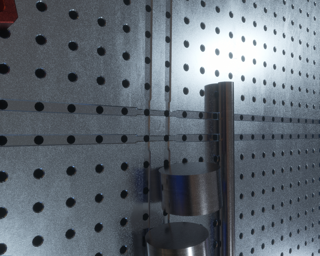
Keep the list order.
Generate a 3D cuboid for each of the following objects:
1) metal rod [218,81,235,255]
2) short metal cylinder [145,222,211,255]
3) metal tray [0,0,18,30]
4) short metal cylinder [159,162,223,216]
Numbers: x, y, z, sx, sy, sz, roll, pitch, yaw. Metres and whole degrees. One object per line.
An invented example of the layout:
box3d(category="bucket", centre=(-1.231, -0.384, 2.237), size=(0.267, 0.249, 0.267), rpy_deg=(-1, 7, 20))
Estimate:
box3d(category="metal rod", centre=(0.107, 0.076, 0.498), size=(0.025, 0.025, 0.298), rpy_deg=(-1, 91, -40))
box3d(category="short metal cylinder", centre=(0.023, 0.159, 0.393), size=(0.081, 0.080, 0.050), rpy_deg=(-9, 96, -40))
box3d(category="metal tray", centre=(-0.180, -0.149, 0.253), size=(0.091, 0.030, 0.129), rpy_deg=(-16, 100, -39))
box3d(category="short metal cylinder", centre=(0.040, 0.077, 0.407), size=(0.081, 0.080, 0.050), rpy_deg=(-8, 95, -40))
